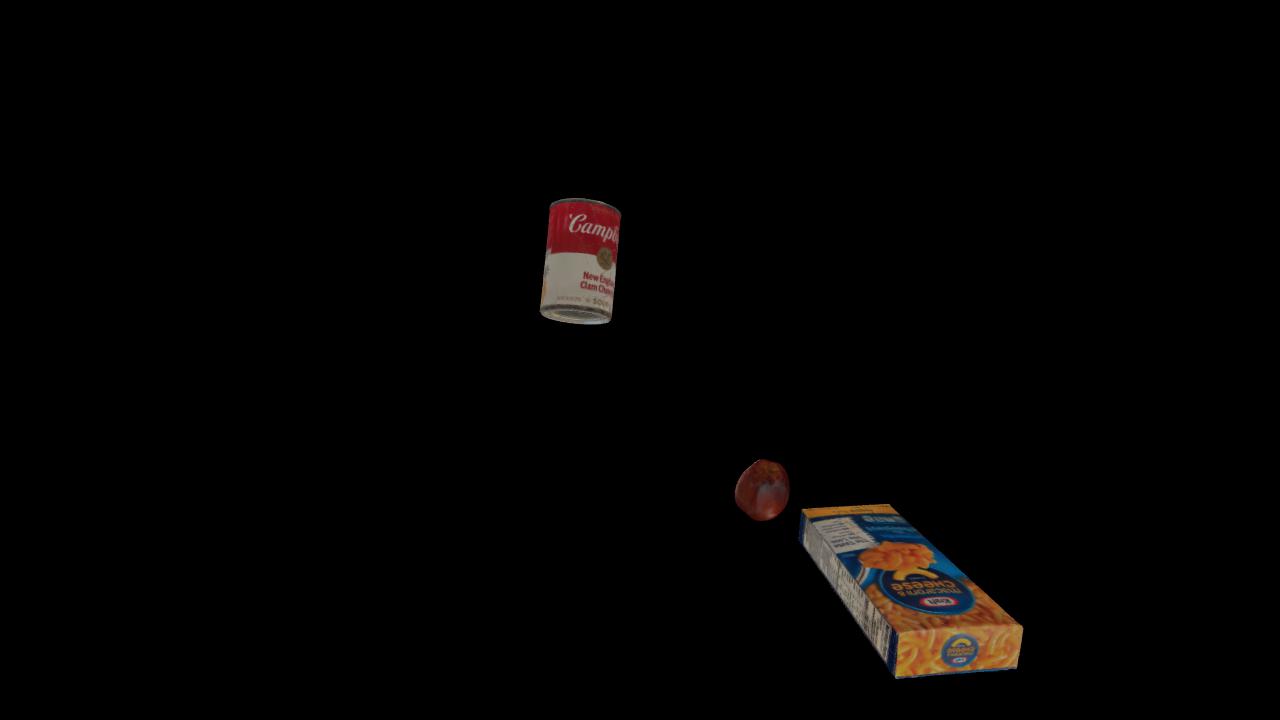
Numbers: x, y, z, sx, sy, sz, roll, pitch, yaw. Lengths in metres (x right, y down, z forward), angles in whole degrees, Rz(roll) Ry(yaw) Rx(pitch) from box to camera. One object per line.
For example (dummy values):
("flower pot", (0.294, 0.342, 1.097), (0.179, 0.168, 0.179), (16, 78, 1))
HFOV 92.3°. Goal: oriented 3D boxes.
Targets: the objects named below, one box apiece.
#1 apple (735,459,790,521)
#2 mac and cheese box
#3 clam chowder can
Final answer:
("apple", (0.176, 0.184, 0.873), (0.079, 0.093, 0.079), (1, 39, -1))
("mac and cheese box", (0.206, 0.177, 0.503), (0.093, 0.041, 0.184), (0, 13, -7))
("clam chowder can", (-0.055, -0.089, 0.569), (0.068, 0.102, 0.068), (5, -7, 1))
